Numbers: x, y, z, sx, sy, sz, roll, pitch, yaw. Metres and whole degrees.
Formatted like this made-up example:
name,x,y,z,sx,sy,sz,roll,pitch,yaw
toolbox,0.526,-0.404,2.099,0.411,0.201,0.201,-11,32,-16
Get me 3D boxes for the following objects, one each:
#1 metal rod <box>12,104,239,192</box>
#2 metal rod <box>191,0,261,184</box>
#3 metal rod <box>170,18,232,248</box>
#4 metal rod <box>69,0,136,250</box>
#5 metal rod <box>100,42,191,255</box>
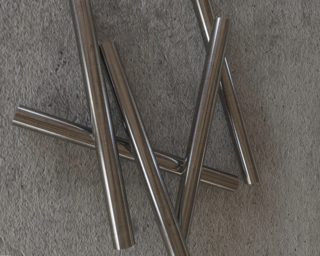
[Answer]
name,x,y,z,sx,sy,sz,roll,pitch,yaw
metal rod,-0.028,0.033,0.398,0.302,0.025,0.025,20,84,-19
metal rod,0.093,-0.063,0.442,0.025,0.025,0.298,-20,97,-19
metal rod,0.052,0.005,0.400,0.025,0.025,0.298,14,86,-20
metal rod,-0.069,-0.014,0.360,0.025,0.025,0.298,-9,85,-20
metal rod,-0.017,0.039,0.372,0.025,0.025,0.299,-18,85,-19
